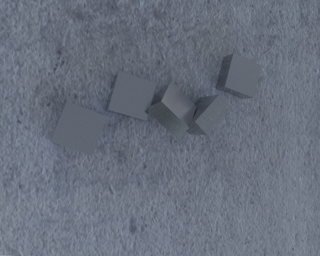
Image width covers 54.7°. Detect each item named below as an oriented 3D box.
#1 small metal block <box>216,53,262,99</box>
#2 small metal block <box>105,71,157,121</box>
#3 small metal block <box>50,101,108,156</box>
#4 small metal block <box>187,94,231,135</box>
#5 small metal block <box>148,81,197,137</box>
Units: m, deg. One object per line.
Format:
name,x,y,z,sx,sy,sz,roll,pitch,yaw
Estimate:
small metal block,0.115,-0.075,0.453,0.050,0.025,0.050,17,84,-20
small metal block,-0.038,-0.040,0.396,0.050,0.025,0.050,16,84,-20
small metal block,-0.098,0.001,0.373,0.050,0.025,0.050,22,83,-19
small metal block,0.060,-0.017,0.419,0.050,0.050,0.025,-47,106,-14
small metal block,0.017,-0.025,0.403,0.050,0.025,0.050,43,38,-16
